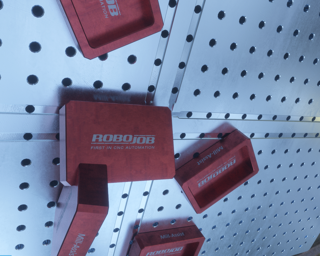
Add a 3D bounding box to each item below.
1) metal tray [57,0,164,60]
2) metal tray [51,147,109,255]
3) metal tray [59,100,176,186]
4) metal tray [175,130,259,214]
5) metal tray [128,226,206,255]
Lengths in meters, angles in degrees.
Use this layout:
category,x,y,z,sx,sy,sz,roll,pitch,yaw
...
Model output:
category,x,y,z,sx,sy,sz,roll,pitch,yaw
metal tray,-0.055,-0.141,0.290,0.091,0.030,0.129,-26,128,-12
metal tray,-0.094,0.093,0.354,0.030,0.090,0.129,13,127,-23
metal tray,-0.047,0.018,0.363,0.131,0.030,0.090,2,79,-30
metal tray,0.095,0.073,0.507,0.130,0.030,0.090,-33,129,-7
metal tray,0.009,0.225,0.554,0.131,0.030,0.089,3,117,-30
